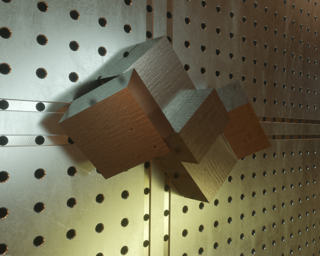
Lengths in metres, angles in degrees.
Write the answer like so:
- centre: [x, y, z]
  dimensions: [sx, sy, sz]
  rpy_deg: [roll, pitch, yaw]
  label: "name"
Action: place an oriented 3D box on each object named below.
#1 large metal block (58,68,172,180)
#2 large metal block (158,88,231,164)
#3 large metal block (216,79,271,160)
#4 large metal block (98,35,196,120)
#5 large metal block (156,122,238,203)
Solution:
- centre: [-0.043, -0.003, 0.327]
  dimensions: [0.080, 0.080, 0.050]
  rpy_deg: [56, 19, -25]
  label: "large metal block"
- centre: [0.029, -0.004, 0.396]
  dimensions: [0.080, 0.080, 0.050]
  rpy_deg: [-50, 121, -28]
  label: "large metal block"
- centre: [0.117, -0.014, 0.462]
  dimensions: [0.080, 0.050, 0.080]
  rpy_deg: [56, 18, -26]
  label: "large metal block"
- centre: [-0.013, -0.053, 0.381]
  dimensions: [0.080, 0.050, 0.080]
  rpy_deg: [-48, 119, -27]
  label: "large metal block"
- centre: [0.054, 0.045, 0.436]
  dimensions: [0.080, 0.050, 0.080]
  rpy_deg: [-48, 117, -29]
  label: "large metal block"
